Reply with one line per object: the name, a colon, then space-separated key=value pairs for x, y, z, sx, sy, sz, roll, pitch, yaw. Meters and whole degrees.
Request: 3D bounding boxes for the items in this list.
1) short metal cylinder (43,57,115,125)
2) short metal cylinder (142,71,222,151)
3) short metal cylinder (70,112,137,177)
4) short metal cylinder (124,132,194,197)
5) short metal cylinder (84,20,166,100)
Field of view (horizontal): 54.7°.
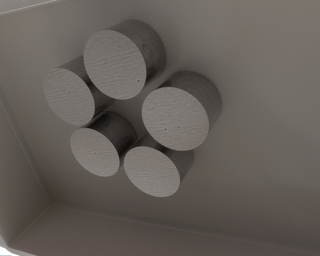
short metal cylinder: x=-0.107 y=-0.050 z=0.415 sx=0.080 sy=0.050 sz=0.079 roll=13 pitch=124 yaw=21
short metal cylinder: x=0.026 y=-0.020 z=0.364 sx=0.080 sy=0.050 sz=0.079 roll=13 pitch=124 yaw=21
short metal cylinder: x=-0.080 y=0.023 z=0.446 sx=0.080 sy=0.050 sz=0.079 roll=13 pitch=124 yaw=21
short metal cylinder: x=-0.001 y=0.046 z=0.419 sx=0.080 sy=0.050 sz=0.079 roll=13 pitch=124 yaw=21
short metal cylinder: x=-0.041 y=-0.080 z=0.362 sx=0.080 sy=0.050 sz=0.079 roll=13 pitch=124 yaw=21
